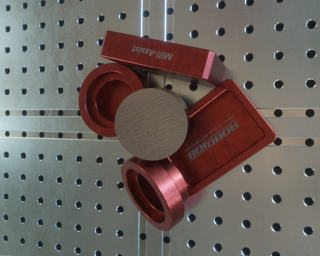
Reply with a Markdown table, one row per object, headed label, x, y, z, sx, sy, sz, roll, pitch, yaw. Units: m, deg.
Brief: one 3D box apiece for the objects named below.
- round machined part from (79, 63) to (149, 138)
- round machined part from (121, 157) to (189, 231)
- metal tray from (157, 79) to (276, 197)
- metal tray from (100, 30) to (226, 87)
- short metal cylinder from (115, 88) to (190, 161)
| label | x | y | z | sx | sy | sz | roll | pitch | yaw |
| --- | --- | --- | --- | --- | --- | --- | --- | --- | --- |
| round machined part | -0.057 | -0.036 | 0.423 | 0.098 | 0.042 | 0.097 | 0 | 90 | 19 |
| round machined part | -0.003 | 0.074 | 0.385 | 0.098 | 0.042 | 0.097 | 37 | 143 | 35 |
| metal tray | 0.064 | 0.013 | 0.386 | 0.130 | 0.030 | 0.090 | -38 | 78 | 15 |
| metal tray | 0.007 | -0.081 | 0.375 | 0.130 | 0.090 | 0.030 | 16 | 96 | 19 |
| short metal cylinder | -0.007 | -0.007 | 0.361 | 0.080 | 0.050 | 0.079 | 1 | 99 | 7 |
